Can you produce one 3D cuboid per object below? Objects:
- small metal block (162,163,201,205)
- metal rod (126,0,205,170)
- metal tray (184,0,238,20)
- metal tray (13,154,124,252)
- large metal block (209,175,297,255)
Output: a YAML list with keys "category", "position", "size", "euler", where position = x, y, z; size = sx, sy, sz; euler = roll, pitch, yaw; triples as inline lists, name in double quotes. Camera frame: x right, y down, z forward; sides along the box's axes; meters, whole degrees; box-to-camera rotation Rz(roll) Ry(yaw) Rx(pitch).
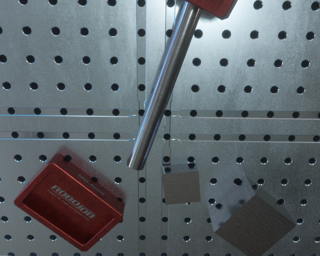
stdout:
- category: "small metal block"
  position: [0.030, 0.080, 0.443]
  size: [0.050, 0.025, 0.050]
  euler: [-6, 110, 1]
- category: "metal rod"
  position: [0.015, -0.080, 0.384]
  size: [0.025, 0.025, 0.298]
  euler: [18, 109, -7]
- category: "metal tray"
  position: [0.033, -0.183, 0.321]
  size: [0.130, 0.030, 0.089]
  euler: [30, 110, 7]
- category: "metal tray"
  position: [-0.128, 0.111, 0.449]
  size: [0.130, 0.030, 0.090]
  euler: [42, 104, -14]
- category: "large metal block"
  position: [0.131, 0.131, 0.450]
  size: [0.080, 0.050, 0.080]
  euler: [38, 106, -13]
